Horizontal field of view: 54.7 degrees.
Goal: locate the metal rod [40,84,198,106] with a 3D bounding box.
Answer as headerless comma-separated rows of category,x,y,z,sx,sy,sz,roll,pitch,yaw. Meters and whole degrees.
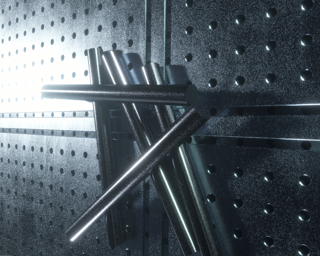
metal rod,-0.080,-0.050,0.440,0.300,0.025,0.025,7,94,39

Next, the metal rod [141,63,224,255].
metal rod,0.031,0.056,0.382,0.025,0.025,0.299,-28,72,36

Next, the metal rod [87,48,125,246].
metal rod,-0.084,0.025,0.475,0.025,0.025,0.298,-12,82,39

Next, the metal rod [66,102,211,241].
metal rod,-0.045,0.073,0.411,0.299,0.025,0.025,-45,63,30

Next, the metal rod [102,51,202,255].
metal rod,-0.018,0.021,0.421,0.025,0.025,0.299,-37,68,33
